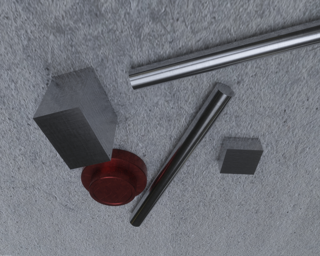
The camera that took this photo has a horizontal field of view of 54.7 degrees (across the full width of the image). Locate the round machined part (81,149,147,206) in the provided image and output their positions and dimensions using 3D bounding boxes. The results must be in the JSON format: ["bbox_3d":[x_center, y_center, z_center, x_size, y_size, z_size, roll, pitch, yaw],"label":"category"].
[{"bbox_3d":[-0.069,0.080,0.463,0.099,0.042,0.097,-1,130,0],"label":"round machined part"}]

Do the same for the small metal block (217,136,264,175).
[{"bbox_3d":[0.114,0.040,0.443,0.050,0.025,0.050,3,130,-3],"label":"small metal block"}]

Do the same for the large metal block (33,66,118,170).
[{"bbox_3d":[-0.091,-0.012,0.360,0.050,0.080,0.080,-13,129,10],"label":"large metal block"}]

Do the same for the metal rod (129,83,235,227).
[{"bbox_3d":[0.018,0.058,0.457,0.025,0.025,0.298,18,128,-16],"label":"metal rod"}]

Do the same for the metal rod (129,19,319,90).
[{"bbox_3d":[0.113,-0.088,0.333,0.301,0.025,0.025,-13,129,10],"label":"metal rod"}]
